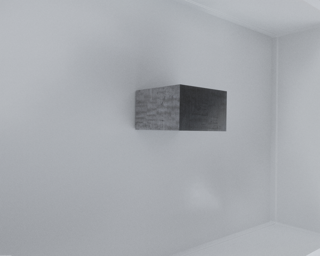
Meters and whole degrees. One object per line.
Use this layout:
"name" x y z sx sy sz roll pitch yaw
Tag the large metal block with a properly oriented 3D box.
"large metal block" 0.026 -0.022 0.388 0.081 0.080 0.050 1 90 -40
